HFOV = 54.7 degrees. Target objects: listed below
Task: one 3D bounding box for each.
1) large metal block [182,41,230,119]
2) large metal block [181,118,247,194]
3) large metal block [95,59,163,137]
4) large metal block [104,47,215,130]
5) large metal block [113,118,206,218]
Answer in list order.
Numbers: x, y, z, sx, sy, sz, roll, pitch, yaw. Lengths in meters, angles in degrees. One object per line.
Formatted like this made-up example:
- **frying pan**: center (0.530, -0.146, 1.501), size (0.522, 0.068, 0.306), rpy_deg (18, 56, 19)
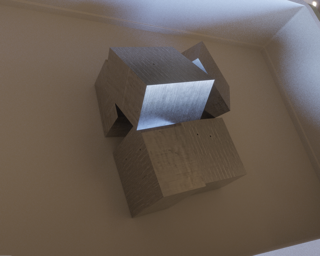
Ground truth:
- **large metal block**: center (0.054, -0.062, 0.424), size (0.080, 0.050, 0.080), rpy_deg (54, 26, -20)
- **large metal block**: center (0.049, 0.036, 0.391), size (0.081, 0.050, 0.080), rpy_deg (-6, 65, -31)
- **large metal block**: center (-0.031, -0.036, 0.395), size (0.081, 0.050, 0.080), rpy_deg (-1, 62, -29)
- **large metal block**: center (-0.004, -0.047, 0.332), size (0.081, 0.050, 0.080), rpy_deg (-10, 42, -32)
- **large metal block**: center (-0.005, 0.044, 0.340), size (0.050, 0.080, 0.080), rpy_deg (-7, 65, -32)
